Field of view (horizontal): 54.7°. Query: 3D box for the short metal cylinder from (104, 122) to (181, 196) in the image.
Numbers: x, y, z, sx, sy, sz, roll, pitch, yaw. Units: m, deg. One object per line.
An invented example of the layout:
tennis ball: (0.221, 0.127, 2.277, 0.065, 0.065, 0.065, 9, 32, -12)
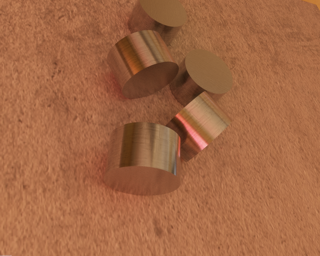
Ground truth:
short metal cylinder: (-0.018, 0.036, 0.338, 0.081, 0.080, 0.050, 16, 55, -20)

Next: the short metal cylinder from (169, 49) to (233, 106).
short metal cylinder: (0.061, -0.071, 0.466, 0.081, 0.050, 0.080, 14, 56, -21)

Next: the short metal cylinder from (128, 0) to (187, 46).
short metal cylinder: (-0.005, -0.174, 0.493, 0.081, 0.050, 0.080, 14, 56, -21)

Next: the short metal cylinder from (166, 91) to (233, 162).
short metal cylinder: (0.045, -0.001, 0.396, 0.050, 0.080, 0.080, 48, 51, 4)

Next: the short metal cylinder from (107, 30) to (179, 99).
short metal cylinder: (-0.022, -0.082, 0.408, 0.081, 0.080, 0.050, -15, 70, -34)
